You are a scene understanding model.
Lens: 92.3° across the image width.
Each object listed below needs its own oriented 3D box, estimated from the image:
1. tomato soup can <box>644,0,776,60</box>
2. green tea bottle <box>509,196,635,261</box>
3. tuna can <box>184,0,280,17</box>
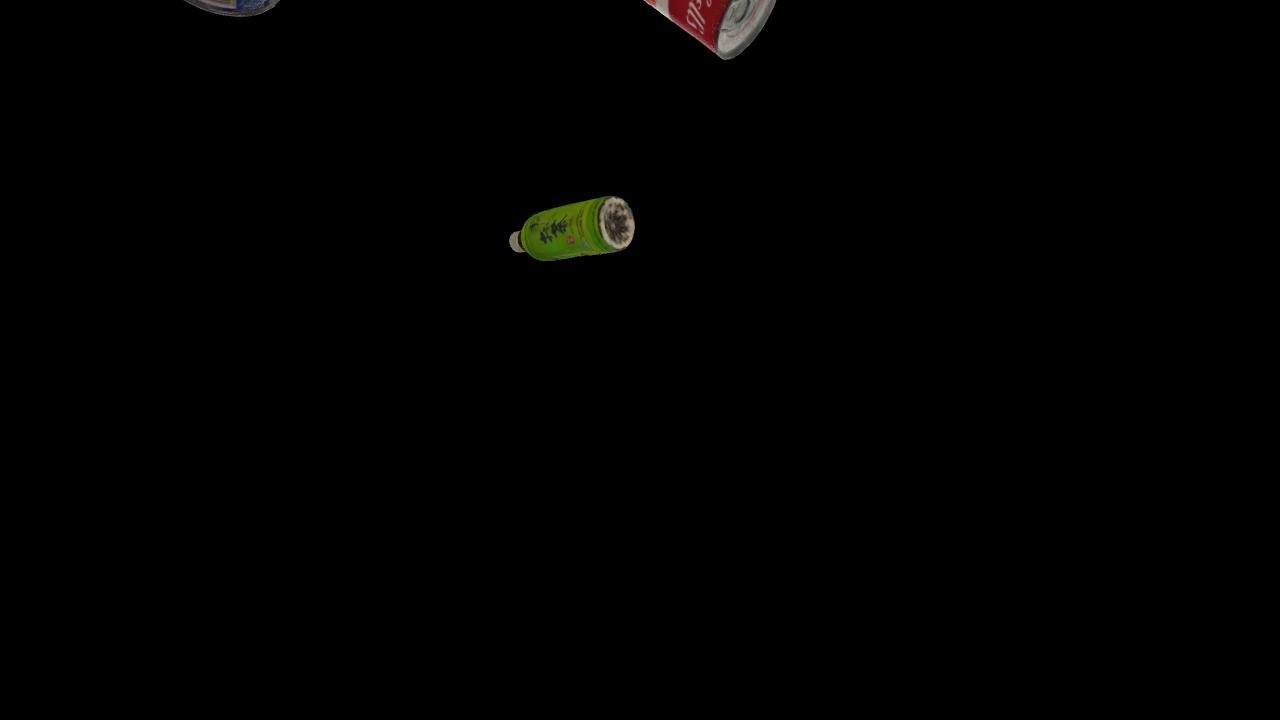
[{"bbox_3d":[0.042,-0.278,0.447,0.101,0.068,0.068,43,13,14],"label":"tomato soup can"},{"bbox_3d":[-0.102,-0.172,0.833,0.212,0.073,0.073,2,1,45],"label":"green tea bottle"},{"bbox_3d":[-0.294,-0.286,0.426,0.084,0.084,0.034,0,-15,-31],"label":"tuna can"}]
